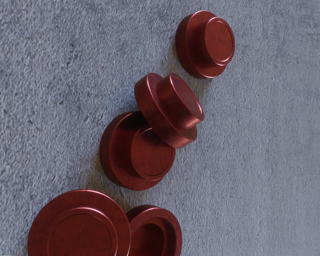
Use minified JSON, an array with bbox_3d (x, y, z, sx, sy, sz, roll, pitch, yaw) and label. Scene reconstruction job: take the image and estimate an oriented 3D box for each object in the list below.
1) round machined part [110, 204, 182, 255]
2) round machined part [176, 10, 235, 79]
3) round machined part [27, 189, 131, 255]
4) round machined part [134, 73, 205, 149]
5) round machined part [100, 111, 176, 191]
[{"bbox_3d":[-0.023,0.142,0.375,0.099,0.042,0.097,0,90,-40],"label":"round machined part"},{"bbox_3d":[0.073,-0.123,0.454,0.099,0.042,0.097,0,90,-40],"label":"round machined part"},{"bbox_3d":[-0.077,0.110,0.303,0.099,0.042,0.097,2,81,-13],"label":"round machined part"},{"bbox_3d":[0.017,-0.027,0.374,0.098,0.042,0.098,45,24,-26],"label":"round machined part"},{"bbox_3d":[-0.020,0.028,0.377,0.099,0.042,0.097,0,90,-40],"label":"round machined part"}]
